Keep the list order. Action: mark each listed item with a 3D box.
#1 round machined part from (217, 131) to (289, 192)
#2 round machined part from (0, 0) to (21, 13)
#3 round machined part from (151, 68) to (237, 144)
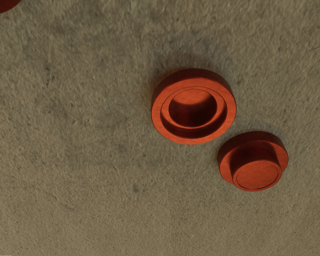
[{"bbox_3d":[0.135,0.054,0.445,0.099,0.042,0.097,-1,130,0],"label":"round machined part"},{"bbox_3d":[-0.156,-0.152,0.264,0.099,0.042,0.097,-1,130,0],"label":"round machined part"},{"bbox_3d":[0.039,-0.029,0.372,0.099,0.042,0.097,-1,130,0],"label":"round machined part"}]
